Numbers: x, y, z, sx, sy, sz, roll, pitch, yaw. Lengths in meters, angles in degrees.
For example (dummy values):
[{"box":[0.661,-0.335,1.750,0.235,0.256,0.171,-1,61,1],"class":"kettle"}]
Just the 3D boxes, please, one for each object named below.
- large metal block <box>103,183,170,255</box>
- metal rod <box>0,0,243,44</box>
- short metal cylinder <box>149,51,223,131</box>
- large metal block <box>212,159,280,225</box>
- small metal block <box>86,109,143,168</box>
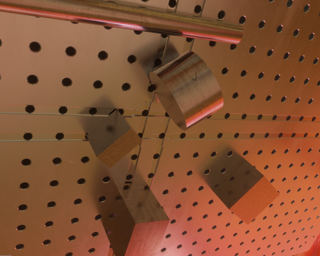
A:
[{"box":[-0.037,0.135,0.441,0.050,0.080,0.079,4,117,-31],"class":"large metal block"},{"box":[-0.036,-0.116,0.320,0.303,0.025,0.025,-1,119,-28],"class":"metal rod"},{"box":[0.030,-0.043,0.367,0.050,0.080,0.080,-32,129,-8],"class":"short metal cylinder"},{"box":[0.155,0.115,0.554,0.080,0.050,0.080,-45,130,3],"class":"large metal block"},{"box":[-0.056,0.012,0.373,0.050,0.050,0.025,-40,130,-2],"class":"small metal block"}]
